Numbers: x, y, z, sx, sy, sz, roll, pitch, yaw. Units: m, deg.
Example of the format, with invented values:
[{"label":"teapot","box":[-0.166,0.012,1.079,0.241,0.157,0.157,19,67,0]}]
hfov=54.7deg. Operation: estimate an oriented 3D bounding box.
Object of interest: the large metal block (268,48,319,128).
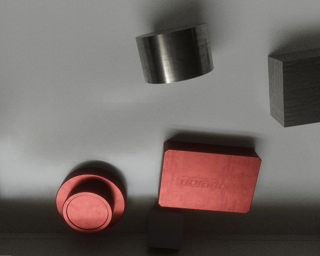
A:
[{"label":"large metal block","box":[0.183,-0.052,0.382,0.080,0.050,0.079,-9,110,3]}]

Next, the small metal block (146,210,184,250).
[{"label":"small metal block","box":[0.007,0.149,0.452,0.050,0.025,0.050,6,66,-3]}]

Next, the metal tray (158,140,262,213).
[{"label":"metal tray","box":[0.066,0.069,0.435,0.131,0.030,0.089,5,110,-3]}]

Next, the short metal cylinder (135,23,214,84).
[{"label":"short metal cylinder","box":[0.017,-0.086,0.351,0.080,0.080,0.050,-11,110,3]}]

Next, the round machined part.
[{"label":"round machined part","box":[-0.099,0.109,0.441,0.099,0.042,0.097,0,110,-1]}]
